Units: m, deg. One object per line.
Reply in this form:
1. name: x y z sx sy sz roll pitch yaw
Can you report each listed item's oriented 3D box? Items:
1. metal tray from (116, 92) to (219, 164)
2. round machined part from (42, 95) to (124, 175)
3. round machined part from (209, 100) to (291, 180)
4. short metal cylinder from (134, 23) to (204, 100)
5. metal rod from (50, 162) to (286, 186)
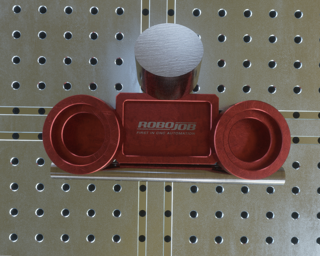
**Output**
1. metal tray: 0.009 0.000 0.406 0.131 0.030 0.089 1 91 -1
2. round machined part: -0.094 0.009 0.395 0.099 0.042 0.097 0 87 8
3. round machined part: 0.111 0.015 0.397 0.099 0.042 0.097 0 88 -8
4. short metal cylinder: 0.010 -0.081 0.382 0.081 0.050 0.080 0 64 0
5. metal rod: 0.011 0.059 0.409 0.302 0.025 0.025 2 90 0
